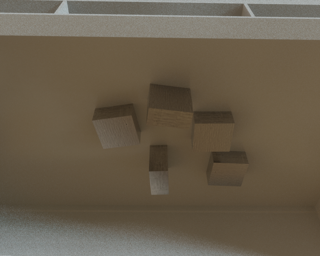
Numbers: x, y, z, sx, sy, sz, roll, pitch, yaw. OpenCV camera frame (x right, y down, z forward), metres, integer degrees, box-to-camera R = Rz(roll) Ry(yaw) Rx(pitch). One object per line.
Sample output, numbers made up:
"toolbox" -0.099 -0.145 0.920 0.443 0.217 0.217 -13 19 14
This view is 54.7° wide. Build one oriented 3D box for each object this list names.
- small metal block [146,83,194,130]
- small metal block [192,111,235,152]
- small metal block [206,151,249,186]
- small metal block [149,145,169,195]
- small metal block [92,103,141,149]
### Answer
"small metal block" 0.011 -0.026 0.370 0.050 0.050 0.025 6 130 -6
"small metal block" 0.069 0.005 0.414 0.050 0.025 0.050 0 130 0
"small metal block" 0.099 0.061 0.461 0.050 0.025 0.050 3 130 -3
"small metal block" -0.001 0.060 0.443 0.025 0.050 0.050 -2 130 2
"small metal block" -0.055 -0.002 0.407 0.050 0.025 0.050 -7 130 6
